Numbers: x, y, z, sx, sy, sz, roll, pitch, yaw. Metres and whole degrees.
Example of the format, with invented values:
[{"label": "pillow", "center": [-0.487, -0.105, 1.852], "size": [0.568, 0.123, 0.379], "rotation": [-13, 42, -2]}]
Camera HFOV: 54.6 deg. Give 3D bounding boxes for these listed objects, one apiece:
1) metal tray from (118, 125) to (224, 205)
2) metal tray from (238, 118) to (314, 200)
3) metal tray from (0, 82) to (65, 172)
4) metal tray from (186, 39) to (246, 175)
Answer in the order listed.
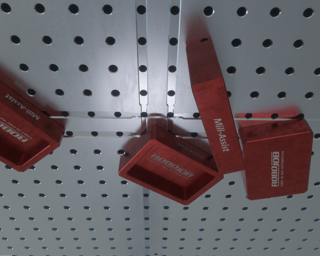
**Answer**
[{"label": "metal tray", "center": [0.017, 0.060, 0.458], "size": [0.131, 0.030, 0.090], "rotation": [29, 124, -23]}, {"label": "metal tray", "center": [0.167, 0.050, 0.452], "size": [0.090, 0.030, 0.129], "rotation": [-10, 130, 8]}, {"label": "metal tray", "center": [-0.205, -0.004, 0.403], "size": [0.090, 0.030, 0.130], "rotation": [-33, 123, 24]}, {"label": "metal tray", "center": [0.064, -0.021, 0.350], "size": [0.030, 0.090, 0.130], "rotation": [-15, 129, 12]}]
